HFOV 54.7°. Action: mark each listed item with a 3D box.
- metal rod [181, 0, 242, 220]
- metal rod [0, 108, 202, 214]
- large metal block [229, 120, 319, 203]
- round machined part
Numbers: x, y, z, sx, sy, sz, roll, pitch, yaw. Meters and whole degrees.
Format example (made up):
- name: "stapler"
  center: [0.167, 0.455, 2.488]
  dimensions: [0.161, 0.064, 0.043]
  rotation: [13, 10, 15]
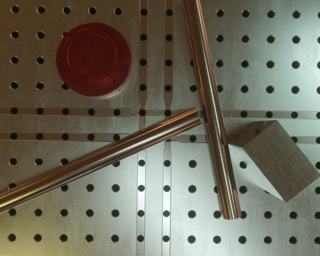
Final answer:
- name: "metal rod"
  center: [0.069, -0.028, 0.414]
  dimensions: [0.025, 0.025, 0.298]
  rotation: [-11, 90, 0]
- name: "metal rod"
  center: [-0.088, 0.045, 0.412]
  dimensions: [0.301, 0.025, 0.025]
  rotation: [-24, 90, -1]
- name: "large metal block"
  center: [0.137, 0.037, 0.388]
  dimensions: [0.050, 0.080, 0.080]
  rotation: [-38, 91, 0]
- name: "round machined part"
  center: [-0.087, -0.090, 0.404]
  dimensions: [0.099, 0.042, 0.097]
  rotation: [0, 90, -1]
